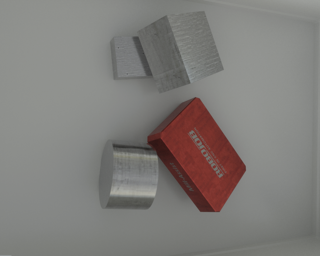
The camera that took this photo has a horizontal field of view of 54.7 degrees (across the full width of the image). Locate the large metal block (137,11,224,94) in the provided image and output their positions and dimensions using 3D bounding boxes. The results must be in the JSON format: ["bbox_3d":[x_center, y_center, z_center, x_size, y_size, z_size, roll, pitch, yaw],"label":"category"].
[{"bbox_3d":[0.028,-0.097,0.392,0.081,0.050,0.080,-28,101,-46],"label":"large metal block"}]

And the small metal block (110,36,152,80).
[{"bbox_3d":[-0.035,-0.090,0.398,0.050,0.025,0.050,-6,92,-20],"label":"small metal block"}]

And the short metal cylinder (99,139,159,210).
[{"bbox_3d":[-0.039,0.056,0.368,0.050,0.080,0.080,7,88,-20],"label":"short metal cylinder"}]

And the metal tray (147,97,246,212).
[{"bbox_3d":[0.053,0.036,0.413,0.130,0.030,0.090,54,54,-13],"label":"metal tray"}]
